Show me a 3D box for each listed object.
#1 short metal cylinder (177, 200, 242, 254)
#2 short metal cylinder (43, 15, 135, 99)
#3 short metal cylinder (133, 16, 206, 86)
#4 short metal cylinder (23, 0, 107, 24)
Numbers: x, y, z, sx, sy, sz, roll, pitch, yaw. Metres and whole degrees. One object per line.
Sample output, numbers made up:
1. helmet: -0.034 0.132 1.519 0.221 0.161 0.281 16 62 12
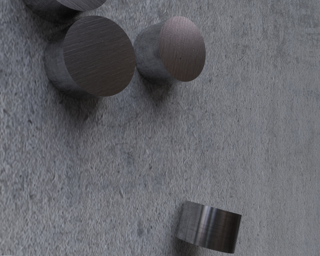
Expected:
1. short metal cylinder: 0.068 0.134 0.426 0.080 0.080 0.050 24 75 -38
2. short metal cylinder: -0.073 -0.071 0.327 0.081 0.050 0.080 0 90 -40
3. short metal cylinder: 0.013 -0.097 0.399 0.081 0.050 0.080 0 90 -40
4. short metal cylinder: -0.095 -0.150 0.308 0.081 0.050 0.080 0 90 -40
